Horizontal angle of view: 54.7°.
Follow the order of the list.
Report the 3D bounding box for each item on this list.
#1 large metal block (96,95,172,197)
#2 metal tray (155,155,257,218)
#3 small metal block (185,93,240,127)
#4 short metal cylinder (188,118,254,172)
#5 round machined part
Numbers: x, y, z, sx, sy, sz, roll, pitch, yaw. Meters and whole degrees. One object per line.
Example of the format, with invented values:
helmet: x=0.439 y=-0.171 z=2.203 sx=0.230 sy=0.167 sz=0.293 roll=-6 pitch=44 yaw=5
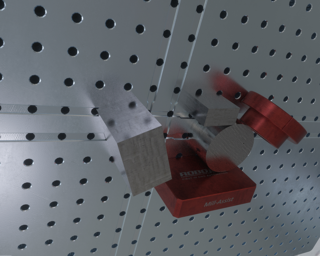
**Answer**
large metal block: x=-0.031 y=0.019 z=0.370 sx=0.050 sy=0.080 sz=0.080 roll=-22 pitch=127 yaw=-15
metal tray: x=0.060 y=0.078 z=0.450 sx=0.131 sy=0.090 sz=0.030 roll=-4 pitch=120 yaw=-27
small metal block: x=0.070 y=-0.026 z=0.417 sx=0.050 sy=0.050 sz=0.025 roll=-3 pitch=119 yaw=-27
short metal cylinder: x=0.089 y=0.018 z=0.455 sx=0.081 sy=0.050 sz=0.079 roll=-13 pitch=124 yaw=-20
round machined part: x=0.155 y=-0.007 z=0.444 sx=0.098 sy=0.098 sz=0.042 roll=32 pitch=101 yaw=-38
